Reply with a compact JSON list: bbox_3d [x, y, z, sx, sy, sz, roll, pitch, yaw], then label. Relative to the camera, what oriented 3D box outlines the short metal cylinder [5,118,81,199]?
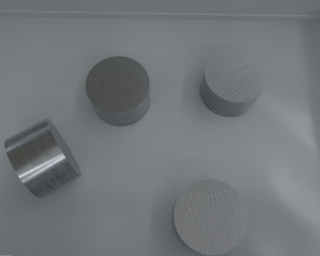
[{"bbox_3d":[-0.136,0.035,0.366,0.050,0.080,0.080,-30,73,-10],"label":"short metal cylinder"}]

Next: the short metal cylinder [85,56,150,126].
[{"bbox_3d":[-0.054,-0.048,0.413,0.081,0.050,0.080,0,70,0],"label":"short metal cylinder"}]

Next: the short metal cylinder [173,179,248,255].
[{"bbox_3d":[0.055,0.104,0.359,0.081,0.050,0.080,0,70,0],"label":"short metal cylinder"}]

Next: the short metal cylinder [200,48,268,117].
[{"bbox_3d":[0.097,-0.061,0.420,0.081,0.050,0.080,0,70,0],"label":"short metal cylinder"}]
